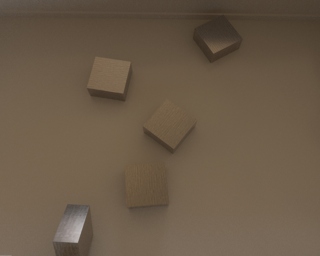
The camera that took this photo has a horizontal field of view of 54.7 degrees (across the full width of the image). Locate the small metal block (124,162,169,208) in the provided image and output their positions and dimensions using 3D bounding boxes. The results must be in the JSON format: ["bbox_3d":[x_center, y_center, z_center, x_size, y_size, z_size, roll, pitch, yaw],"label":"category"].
[{"bbox_3d":[-0.016,0.072,0.383,0.050,0.025,0.050,-5,70,-2],"label":"small metal block"}]

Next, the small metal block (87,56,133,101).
[{"bbox_3d":[-0.069,-0.069,0.434,0.050,0.025,0.050,9,70,3],"label":"small metal block"}]

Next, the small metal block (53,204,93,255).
[{"bbox_3d":[-0.094,0.121,0.341,0.025,0.050,0.050,3,32,1],"label":"small metal block"}]

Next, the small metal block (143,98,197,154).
[{"bbox_3d":[0.013,-0.002,0.410,0.050,0.025,0.050,37,74,12],"label":"small metal block"}]

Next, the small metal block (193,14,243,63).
[{"bbox_3d":[0.085,-0.132,0.458,0.050,0.025,0.050,-28,73,-10],"label":"small metal block"}]
